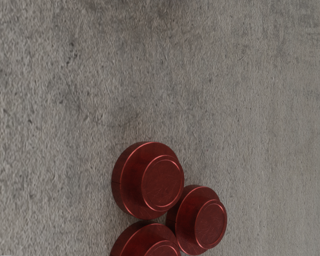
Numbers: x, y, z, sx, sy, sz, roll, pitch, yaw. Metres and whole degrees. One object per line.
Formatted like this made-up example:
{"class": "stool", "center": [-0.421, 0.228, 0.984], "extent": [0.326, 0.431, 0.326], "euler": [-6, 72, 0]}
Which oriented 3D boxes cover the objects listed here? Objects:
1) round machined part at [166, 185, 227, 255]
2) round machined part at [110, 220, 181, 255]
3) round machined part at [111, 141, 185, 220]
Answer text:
{"class": "round machined part", "center": [0.059, 0.133, 0.443], "extent": [0.099, 0.042, 0.097], "euler": [0, 90, -40]}
{"class": "round machined part", "center": [-0.012, 0.168, 0.384], "extent": [0.099, 0.042, 0.097], "euler": [0, 90, -40]}
{"class": "round machined part", "center": [-0.008, 0.066, 0.387], "extent": [0.099, 0.042, 0.097], "euler": [0, 90, -40]}
